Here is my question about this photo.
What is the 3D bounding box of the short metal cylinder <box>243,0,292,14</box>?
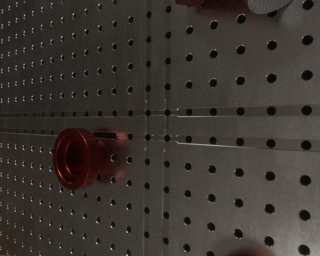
[{"bbox_3d":[0.104,-0.155,0.287,0.080,0.081,0.050,-40,66,32],"label":"short metal cylinder"}]

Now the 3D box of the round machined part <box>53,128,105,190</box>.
[{"bbox_3d":[-0.128,0.048,0.501,0.098,0.042,0.097,0,90,39],"label":"round machined part"}]

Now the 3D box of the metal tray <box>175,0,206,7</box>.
[{"bbox_3d":[0.047,-0.187,0.315,0.130,0.030,0.089,-144,60,-80],"label":"metal tray"}]
